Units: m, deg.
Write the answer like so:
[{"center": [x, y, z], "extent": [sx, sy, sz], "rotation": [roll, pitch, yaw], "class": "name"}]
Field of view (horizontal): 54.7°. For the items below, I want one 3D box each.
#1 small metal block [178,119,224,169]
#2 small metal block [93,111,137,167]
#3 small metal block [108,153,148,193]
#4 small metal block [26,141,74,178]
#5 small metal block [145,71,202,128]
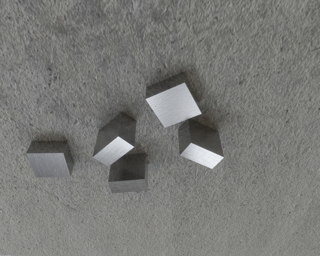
[{"center": [0.053, 0.020, 0.408], "extent": [0.050, 0.050, 0.025], "rotation": [24, 126, -19], "class": "small metal block"}, {"center": [-0.058, 0.014, 0.402], "extent": [0.050, 0.050, 0.025], "rotation": [-37, 121, 27], "class": "small metal block"}, {"center": [-0.044, 0.064, 0.445], "extent": [0.050, 0.050, 0.025], "rotation": [-5, 130, 4], "class": "small metal block"}, {"center": [-0.155, 0.045, 0.444], "extent": [0.050, 0.025, 0.050], "rotation": [-1, 130, 0], "class": "small metal block"}, {"center": [0.017, -0.034, 0.379], "extent": [0.050, 0.025, 0.050], "rotation": [-21, 127, 17], "class": "small metal block"}]
